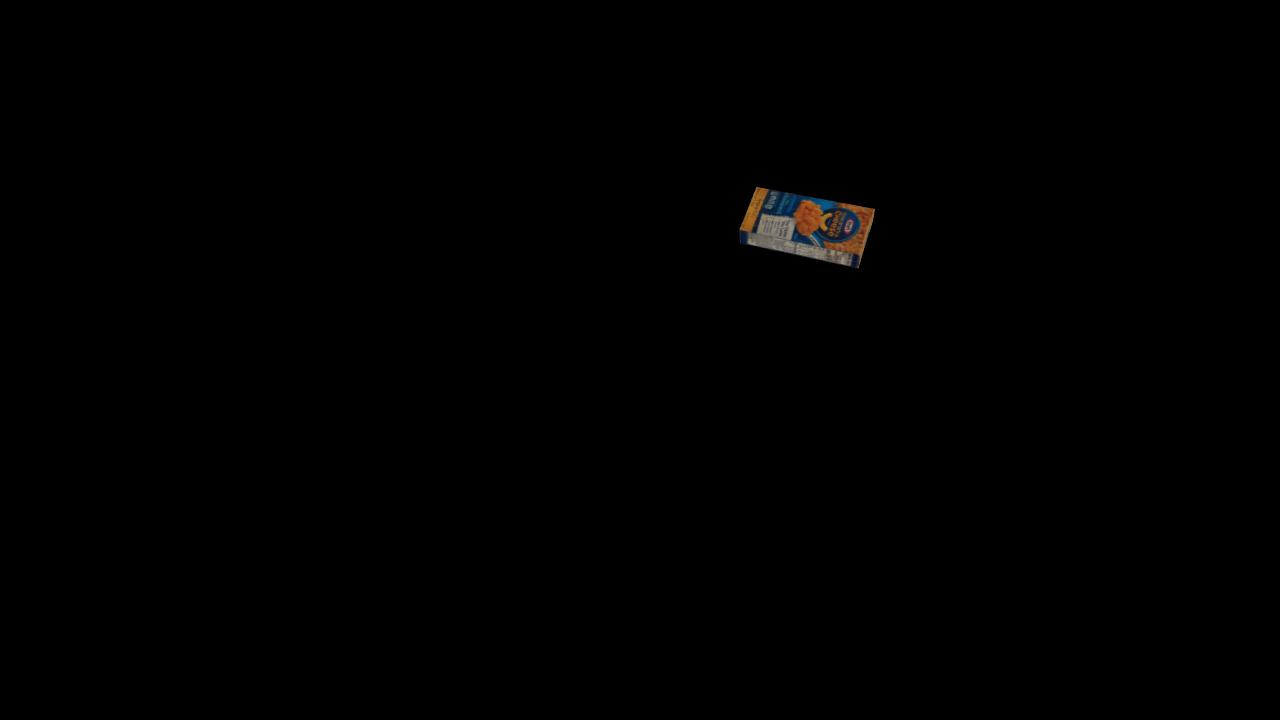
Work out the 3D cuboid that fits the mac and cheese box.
[{"bbox_3d":[0.254,-0.205,0.943,0.184,0.093,0.041,16,-25,19],"label":"mac and cheese box"}]
